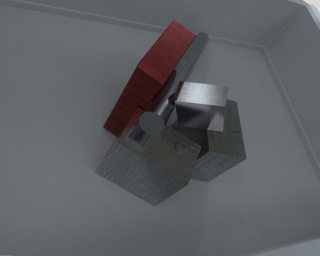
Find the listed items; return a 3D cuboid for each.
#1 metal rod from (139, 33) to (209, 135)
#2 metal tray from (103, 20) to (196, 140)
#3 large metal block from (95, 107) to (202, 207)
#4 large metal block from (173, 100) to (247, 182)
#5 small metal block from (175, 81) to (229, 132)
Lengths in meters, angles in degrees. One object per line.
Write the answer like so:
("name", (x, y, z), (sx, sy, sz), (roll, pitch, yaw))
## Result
("metal rod", (0.032, -0.079, 0.413), (0.025, 0.025, 0.301), (36, 34, -5))
("metal tray", (-0.015, -0.051, 0.360), (0.030, 0.129, 0.090), (35, 52, -5))
("large metal block", (-0.015, 0.035, 0.342), (0.080, 0.080, 0.050), (32, 52, -8))
("large metal block", (0.058, 0.014, 0.394), (0.050, 0.080, 0.080), (13, 56, -22))
("small metal block", (0.045, -0.022, 0.332), (0.050, 0.050, 0.025), (8, 61, 13))
